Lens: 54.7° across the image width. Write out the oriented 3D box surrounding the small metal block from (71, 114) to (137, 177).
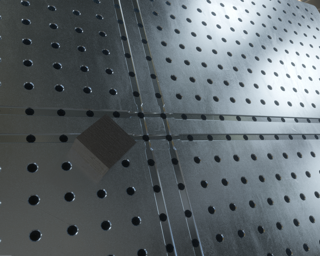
[{"bbox_3d":[-0.065,0.020,0.362,0.050,0.025,0.050,43,51,1],"label":"small metal block"}]
